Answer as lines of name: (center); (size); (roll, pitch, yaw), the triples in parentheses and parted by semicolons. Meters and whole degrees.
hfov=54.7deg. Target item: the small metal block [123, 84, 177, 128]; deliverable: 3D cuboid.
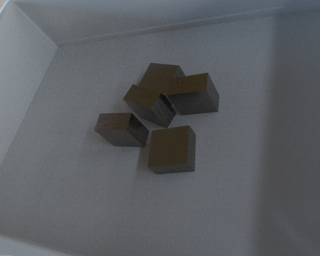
small metal block: (-0.013, -0.029, 0.415); (0.050, 0.050, 0.025); (22, 74, 36)

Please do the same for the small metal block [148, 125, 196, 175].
small metal block: (0.016, 0.028, 0.381); (0.050, 0.025, 0.050); (-8, 58, 23)

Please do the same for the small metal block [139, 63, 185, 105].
small metal block: (0.001, -0.064, 0.445); (0.050, 0.025, 0.050); (13, 68, 33)

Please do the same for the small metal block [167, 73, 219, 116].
small metal block: (0.043, -0.041, 0.392); (0.050, 0.050, 0.025); (-5, 60, 26)

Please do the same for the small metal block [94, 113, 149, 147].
small metal block: (-0.050, 0.003, 0.414); (0.050, 0.050, 0.025); (0, 62, 28)
